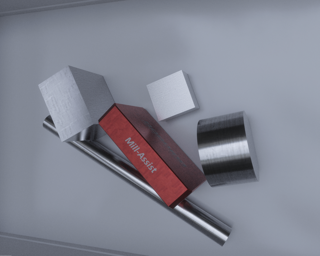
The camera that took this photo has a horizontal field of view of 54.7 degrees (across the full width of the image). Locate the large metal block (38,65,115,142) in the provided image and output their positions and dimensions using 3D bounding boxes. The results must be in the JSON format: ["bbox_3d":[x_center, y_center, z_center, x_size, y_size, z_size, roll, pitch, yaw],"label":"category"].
[{"bbox_3d":[-0.102,-0.030,0.414,0.050,0.080,0.080,-28,81,18],"label":"large metal block"}]

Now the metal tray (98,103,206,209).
[{"bbox_3d":[-0.006,0.029,0.375,0.030,0.090,0.130,-45,77,14],"label":"metal tray"}]

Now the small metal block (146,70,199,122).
[{"bbox_3d":[0.017,-0.040,0.401,0.050,0.025,0.050,-21,83,18],"label":"small metal block"}]

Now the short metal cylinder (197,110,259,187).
[{"bbox_3d":[0.078,0.024,0.351,0.050,0.080,0.080,-12,86,20],"label":"short metal cylinder"}]

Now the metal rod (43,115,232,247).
[{"bbox_3d":[-0.042,0.062,0.423,0.301,0.025,0.025,30,100,17],"label":"metal rod"}]
